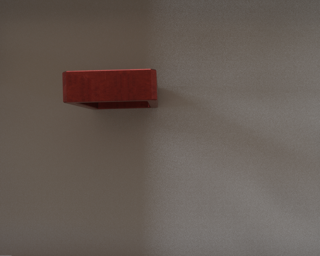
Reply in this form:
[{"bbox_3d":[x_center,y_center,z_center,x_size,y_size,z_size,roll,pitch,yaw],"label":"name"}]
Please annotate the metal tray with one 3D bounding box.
[{"bbox_3d":[-0.048,-0.041,0.359,0.090,0.130,0.030,-2,90,0],"label":"metal tray"}]
